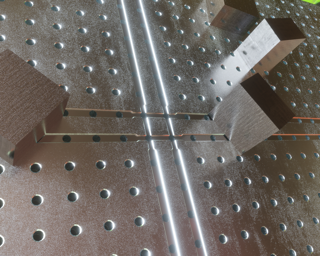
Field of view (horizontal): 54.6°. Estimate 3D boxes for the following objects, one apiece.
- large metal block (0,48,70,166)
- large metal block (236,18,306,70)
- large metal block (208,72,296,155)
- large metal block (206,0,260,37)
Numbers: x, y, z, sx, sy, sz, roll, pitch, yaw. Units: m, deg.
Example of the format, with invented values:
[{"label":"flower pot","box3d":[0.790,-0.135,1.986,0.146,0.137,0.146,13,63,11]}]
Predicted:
[{"label":"large metal block","box3d":[-0.156,-0.022,0.322,0.080,0.050,0.080,37,51,-4]},{"label":"large metal block","box3d":[0.206,-0.157,0.578,0.081,0.080,0.050,-15,70,-34]},{"label":"large metal block","box3d":[0.132,-0.020,0.455,0.050,0.080,0.080,-31,79,-38]},{"label":"large metal block","box3d":[0.141,-0.238,0.612,0.081,0.050,0.080,11,57,-22]}]
